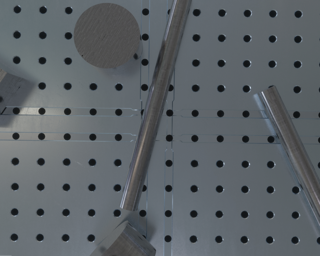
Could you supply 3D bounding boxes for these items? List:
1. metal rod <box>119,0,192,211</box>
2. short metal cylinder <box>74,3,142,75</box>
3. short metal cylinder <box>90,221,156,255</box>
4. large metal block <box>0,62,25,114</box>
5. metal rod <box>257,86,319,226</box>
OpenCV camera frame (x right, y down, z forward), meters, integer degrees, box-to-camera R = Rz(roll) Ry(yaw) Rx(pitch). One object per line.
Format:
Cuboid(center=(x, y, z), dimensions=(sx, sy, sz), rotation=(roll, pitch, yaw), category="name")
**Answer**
Cuboid(center=(-0.005, -0.038, 0.413), dimensions=(0.025, 0.025, 0.298), rotation=(15, 90, 0), category="metal rod")
Cuboid(center=(-0.064, -0.112, 0.400), dimensions=(0.081, 0.050, 0.079), rotation=(0, 90, 0), category="short metal cylinder")
Cuboid(center=(-0.051, 0.163, 0.385), dimensions=(0.080, 0.080, 0.050), rotation=(-44, 90, 0), category="short metal cylinder")
Cuboid(center=(-0.241, -0.057, 0.399), dimensions=(0.080, 0.050, 0.080), rotation=(35, 90, 0), category="large metal block")
Cuboid(center=(0.206, 0.084, 0.414), dimensions=(0.025, 0.025, 0.299), rotation=(-25, 90, 0), category="metal rod")
